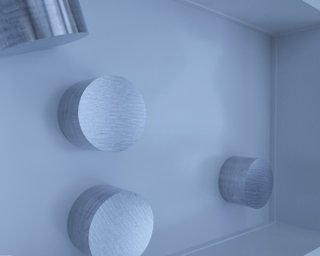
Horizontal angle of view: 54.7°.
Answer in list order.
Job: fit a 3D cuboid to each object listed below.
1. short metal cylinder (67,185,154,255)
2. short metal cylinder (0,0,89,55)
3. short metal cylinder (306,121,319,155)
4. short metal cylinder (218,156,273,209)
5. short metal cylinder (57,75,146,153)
[{"bbox_3d":[-0.054,0.107,0.345,0.081,0.050,0.080,0,90,-40],"label":"short metal cylinder"},{"bbox_3d":[-0.111,-0.100,0.278,0.081,0.080,0.050,-25,106,-37],"label":"short metal cylinder"},{"bbox_3d":[0.377,0.023,0.709,0.081,0.050,0.080,0,91,-40],"label":"short metal cylinder"},{"bbox_3d":[0.142,0.088,0.509,0.081,0.050,0.080,0,90,-40],"label":"short metal cylinder"},{"bbox_3d":[-0.063,-0.015,0.338,0.081,0.050,0.080,0,90,-40],"label":"short metal cylinder"}]
